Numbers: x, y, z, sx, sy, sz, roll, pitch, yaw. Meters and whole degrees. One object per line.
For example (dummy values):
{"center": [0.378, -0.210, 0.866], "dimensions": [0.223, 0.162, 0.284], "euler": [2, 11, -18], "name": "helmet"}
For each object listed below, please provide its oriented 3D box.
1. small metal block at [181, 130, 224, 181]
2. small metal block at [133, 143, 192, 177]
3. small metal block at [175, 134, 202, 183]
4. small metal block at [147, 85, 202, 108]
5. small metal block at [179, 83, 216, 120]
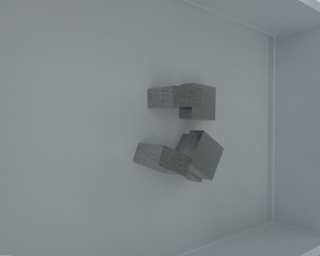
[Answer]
{"center": [0.056, 0.037, 0.424], "dimensions": [0.050, 0.025, 0.050], "euler": [39, 66, -34], "name": "small metal block"}
{"center": [0.003, 0.040, 0.395], "dimensions": [0.050, 0.050, 0.025], "euler": [27, 73, -37], "name": "small metal block"}
{"center": [0.046, 0.043, 0.448], "dimensions": [0.050, 0.025, 0.050], "euler": [44, 64, -32], "name": "small metal block"}
{"center": [0.019, -0.040, 0.408], "dimensions": [0.050, 0.050, 0.025], "euler": [-2, 92, -40], "name": "small metal block"}
{"center": [0.056, -0.037, 0.456], "dimensions": [0.050, 0.025, 0.050], "euler": [3, 88, -40], "name": "small metal block"}
